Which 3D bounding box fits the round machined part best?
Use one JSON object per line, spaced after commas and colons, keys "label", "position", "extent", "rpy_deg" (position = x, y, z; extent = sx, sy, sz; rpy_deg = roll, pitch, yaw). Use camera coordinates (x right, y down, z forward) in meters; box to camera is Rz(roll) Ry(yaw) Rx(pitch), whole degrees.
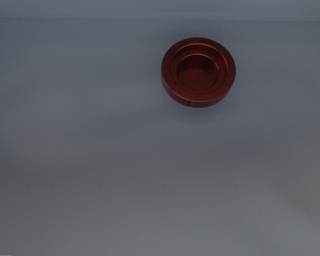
{"label": "round machined part", "position": [0.051, -0.072, 0.427], "extent": [0.099, 0.042, 0.098], "rpy_deg": [0, 70, 0]}
